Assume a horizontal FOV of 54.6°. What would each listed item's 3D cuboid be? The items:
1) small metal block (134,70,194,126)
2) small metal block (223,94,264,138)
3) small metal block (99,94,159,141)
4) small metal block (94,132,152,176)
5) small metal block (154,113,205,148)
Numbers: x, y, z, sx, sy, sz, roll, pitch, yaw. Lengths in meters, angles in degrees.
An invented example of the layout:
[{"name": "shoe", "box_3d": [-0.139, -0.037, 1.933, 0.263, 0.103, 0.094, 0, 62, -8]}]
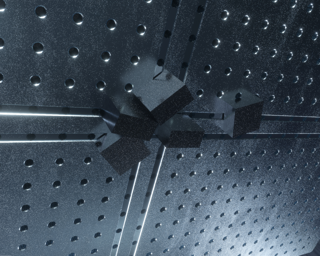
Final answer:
[{"name": "small metal block", "box_3d": [0.004, -0.038, 0.373, 0.050, 0.050, 0.025, -38, 129, -3]}, {"name": "small metal block", "box_3d": [0.125, -0.018, 0.467, 0.050, 0.025, 0.050, -16, 125, -19]}, {"name": "small metal block", "box_3d": [-0.037, -0.012, 0.366, 0.050, 0.050, 0.025, 14, 111, -34]}, {"name": "small metal block", "box_3d": [-0.047, 0.026, 0.401, 0.050, 0.025, 0.050, -36, 129, -5]}, {"name": "small metal block", "box_3d": [0.022, 0.003, 0.408, 0.050, 0.050, 0.025, 2, 118, -29]}]
